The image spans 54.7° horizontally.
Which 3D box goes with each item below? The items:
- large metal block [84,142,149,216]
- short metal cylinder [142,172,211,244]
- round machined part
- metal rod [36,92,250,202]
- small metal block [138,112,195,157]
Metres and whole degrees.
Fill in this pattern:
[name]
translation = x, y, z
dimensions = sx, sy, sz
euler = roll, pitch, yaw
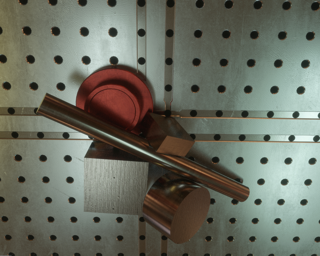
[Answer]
[large metal block]
translation = -0.058, 0.068, 0.422
dimensions = 0.081, 0.050, 0.079
euler = 4, 110, -2
[short metal cylinder]
translation = 0.023, 0.106, 0.417
dimensions = 0.081, 0.050, 0.079
euler = -23, 124, -40
[round machined part]
translation = -0.058, -0.027, 0.394
dimensions = 0.099, 0.042, 0.097
euler = 0, 110, -1
[metal rod]
translation = -0.003, 0.034, 0.391
dimensions = 0.302, 0.025, 0.025
euler = 26, 108, -23
[small metal block]
translation = 0.008, 0.008, 0.393
dimensions = 0.050, 0.050, 0.025
euler = 14, 117, -42
